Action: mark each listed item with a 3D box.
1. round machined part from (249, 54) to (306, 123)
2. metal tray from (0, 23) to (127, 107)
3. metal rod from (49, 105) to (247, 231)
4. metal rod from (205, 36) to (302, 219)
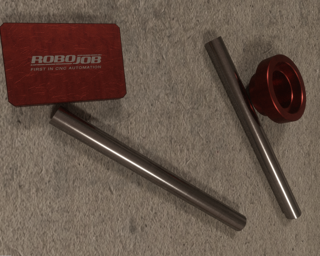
[{"bbox_3d":[0.168,-0.054,0.453,0.099,0.042,0.098,9,76,-37],"label":"round machined part"},{"bbox_3d":[-0.110,-0.075,0.366,0.131,0.030,0.089,-7,92,-20],"label":"metal tray"},{"bbox_3d":[-0.003,0.062,0.409,0.301,0.025,0.025,33,79,-18],"label":"metal rod"},{"bbox_3d":[0.143,0.006,0.463,0.025,0.025,0.299,-31,100,-18],"label":"metal rod"}]
